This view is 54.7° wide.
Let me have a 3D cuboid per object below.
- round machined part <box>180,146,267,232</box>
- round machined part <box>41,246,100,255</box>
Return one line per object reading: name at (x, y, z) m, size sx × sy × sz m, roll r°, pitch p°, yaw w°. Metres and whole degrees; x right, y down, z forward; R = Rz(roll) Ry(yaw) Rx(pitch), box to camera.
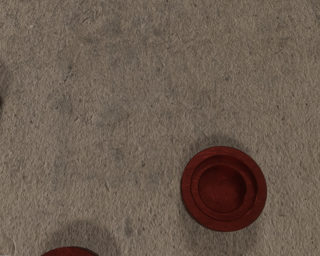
round machined part at (0.073, 0.074, 0.373) m, size 0.099 × 0.042 × 0.098 m, roll 0°, pitch 70°, yaw -1°
round machined part at (-0.097, 0.179, 0.332) m, size 0.099 × 0.042 × 0.098 m, roll 0°, pitch 70°, yaw -1°
